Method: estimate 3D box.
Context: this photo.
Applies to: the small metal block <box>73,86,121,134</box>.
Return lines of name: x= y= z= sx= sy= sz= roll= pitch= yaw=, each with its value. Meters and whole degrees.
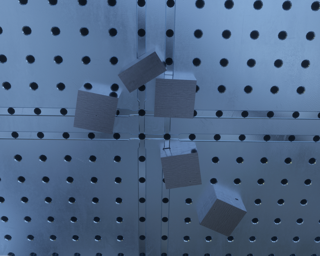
small metal block: x=-0.082 y=-0.024 z=0.404 sx=0.050 sy=0.025 sz=0.050 roll=11 pitch=110 yaw=-5

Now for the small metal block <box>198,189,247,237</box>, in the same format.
small metal block: x=0.092 y=0.127 z=0.462 sx=0.050 sy=0.025 sz=0.050 roll=26 pitch=108 yaw=-10

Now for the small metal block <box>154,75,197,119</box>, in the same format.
small metal block: x=0.019 y=-0.041 z=0.399 sx=0.050 sy=0.025 sz=0.050 roll=3 pitch=110 yaw=-2

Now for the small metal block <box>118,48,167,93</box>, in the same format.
small metal block: x=-0.020 y=-0.071 z=0.374 sx=0.050 sy=0.050 sz=0.025 roll=-30 pitch=108 yaw=10

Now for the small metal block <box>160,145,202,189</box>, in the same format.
small metal block: x=0.029 y=0.055 z=0.434 sx=0.050 sy=0.025 sz=0.050 roll=-8 pitch=110 yaw=2
